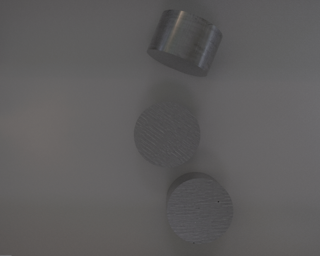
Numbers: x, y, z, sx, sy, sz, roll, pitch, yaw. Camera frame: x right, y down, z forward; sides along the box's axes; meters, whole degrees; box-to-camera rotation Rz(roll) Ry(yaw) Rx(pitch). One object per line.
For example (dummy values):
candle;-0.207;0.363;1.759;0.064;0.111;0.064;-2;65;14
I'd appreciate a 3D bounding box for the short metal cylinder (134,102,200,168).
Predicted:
short metal cylinder;0.009;0.008;0.399;0.081;0.050;0.080;0;90;0

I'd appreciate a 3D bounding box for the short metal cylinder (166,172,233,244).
short metal cylinder;0.049;0.100;0.399;0.081;0.050;0.080;0;90;0

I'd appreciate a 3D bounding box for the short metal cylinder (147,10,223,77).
short metal cylinder;0.030;-0.103;0.384;0.080;0.080;0.050;22;90;0
